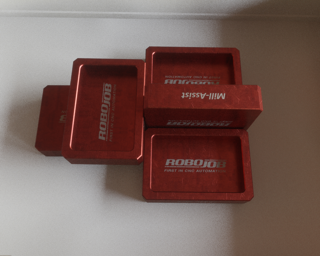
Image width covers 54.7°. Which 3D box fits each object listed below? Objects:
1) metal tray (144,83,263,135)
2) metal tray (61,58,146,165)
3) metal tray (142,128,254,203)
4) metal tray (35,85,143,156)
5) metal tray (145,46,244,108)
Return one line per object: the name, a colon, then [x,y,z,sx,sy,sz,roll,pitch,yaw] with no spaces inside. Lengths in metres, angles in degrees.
metal tray: [0.048,-0.020,0.380,0.131,0.090,0.030,1,70,0]
metal tray: [-0.064,-0.022,0.380,0.091,0.030,0.130,1,70,0]
metal tray: [0.045,0.047,0.388,0.131,0.030,0.090,1,70,0]
metal tray: [-0.088,-0.009,0.406,0.131,0.030,0.090,0,70,-1]
metal tray: [0.045,-0.066,0.430,0.131,0.030,0.090,1,70,0]
